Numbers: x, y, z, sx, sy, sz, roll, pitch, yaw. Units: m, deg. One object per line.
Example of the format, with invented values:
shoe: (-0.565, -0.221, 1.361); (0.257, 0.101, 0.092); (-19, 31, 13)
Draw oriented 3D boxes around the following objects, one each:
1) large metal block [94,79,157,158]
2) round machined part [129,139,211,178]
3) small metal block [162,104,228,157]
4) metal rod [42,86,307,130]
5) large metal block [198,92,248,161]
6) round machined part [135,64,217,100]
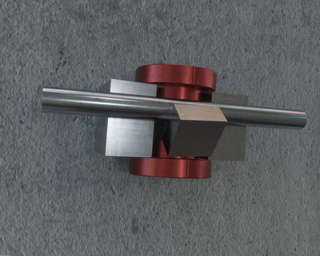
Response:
large metal block: (-0.043, -0.010, 0.365); (0.050, 0.080, 0.080); (5, 89, -20)
round machined part: (0.013, 0.037, 0.376); (0.099, 0.098, 0.042); (5, 84, -20)
small metal block: (0.035, 0.004, 0.324); (0.050, 0.025, 0.050); (2, 130, -19)
metal rod: (0.033, -0.018, 0.337); (0.302, 0.025, 0.025); (3, 89, -20)
large metal block: (0.068, -0.001, 0.406); (0.050, 0.080, 0.080); (4, 89, -20)
round machined part: (0.018, -0.047, 0.378); (0.099, 0.098, 0.042); (4, 90, -20)
